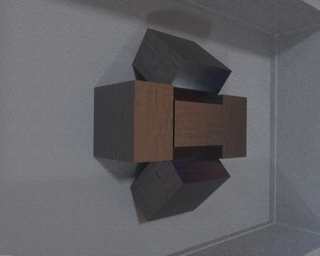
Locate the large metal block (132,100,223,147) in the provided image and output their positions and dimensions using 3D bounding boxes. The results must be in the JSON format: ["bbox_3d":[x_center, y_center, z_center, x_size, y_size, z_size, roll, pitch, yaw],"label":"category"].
[{"bbox_3d":[0.021,-0.005,0.386,0.081,0.080,0.050,1,90,-40],"label":"large metal block"}]

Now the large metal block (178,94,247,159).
[{"bbox_3d":[0.071,-0.002,0.429,0.050,0.080,0.080,1,90,-40],"label":"large metal block"}]

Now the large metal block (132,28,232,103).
[{"bbox_3d":[0.026,-0.075,0.382,0.081,0.080,0.050,2,126,-40],"label":"large metal block"}]

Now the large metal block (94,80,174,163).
[{"bbox_3d":[-0.031,-0.006,0.343,0.050,0.080,0.080,1,90,-40],"label":"large metal block"}]

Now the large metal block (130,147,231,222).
[{"bbox_3d":[0.024,0.066,0.381,0.081,0.080,0.050,1,48,-41],"label":"large metal block"}]
